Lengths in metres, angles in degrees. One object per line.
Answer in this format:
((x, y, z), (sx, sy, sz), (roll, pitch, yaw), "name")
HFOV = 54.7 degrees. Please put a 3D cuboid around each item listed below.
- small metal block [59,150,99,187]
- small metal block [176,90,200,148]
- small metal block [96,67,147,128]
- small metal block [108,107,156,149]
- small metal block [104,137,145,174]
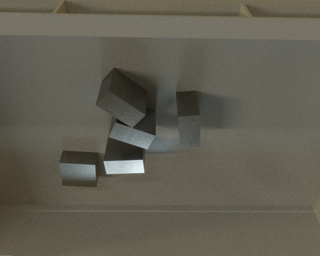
((-0.119, 0.061, 0.460), (0.050, 0.025, 0.050), (4, 130, -4), "small metal block")
((0.035, -0.011, 0.384), (0.025, 0.050, 0.050), (-4, 130, 3), "small metal block")
((-0.043, -0.036, 0.362), (0.050, 0.050, 0.025), (33, 122, -25), "small metal block")
((-0.033, -0.006, 0.387), (0.050, 0.050, 0.025), (19, 127, -16), "small metal block")
((-0.047, 0.035, 0.422), (0.050, 0.050, 0.025), (-2, 130, 1), "small metal block")
